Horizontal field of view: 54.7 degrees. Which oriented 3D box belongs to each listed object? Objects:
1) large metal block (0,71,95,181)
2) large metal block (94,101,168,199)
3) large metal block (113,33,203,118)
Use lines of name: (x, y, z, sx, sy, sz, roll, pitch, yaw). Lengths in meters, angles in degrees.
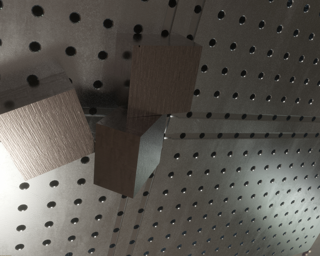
large metal block: (-0.121, -0.003, 0.328, 0.081, 0.050, 0.080, -23, 127, -15)
large metal block: (-0.033, 0.021, 0.364, 0.080, 0.050, 0.079, -48, 151, -58)
large metal block: (-0.006, -0.062, 0.355, 0.081, 0.050, 0.079, -7, 122, -26)
